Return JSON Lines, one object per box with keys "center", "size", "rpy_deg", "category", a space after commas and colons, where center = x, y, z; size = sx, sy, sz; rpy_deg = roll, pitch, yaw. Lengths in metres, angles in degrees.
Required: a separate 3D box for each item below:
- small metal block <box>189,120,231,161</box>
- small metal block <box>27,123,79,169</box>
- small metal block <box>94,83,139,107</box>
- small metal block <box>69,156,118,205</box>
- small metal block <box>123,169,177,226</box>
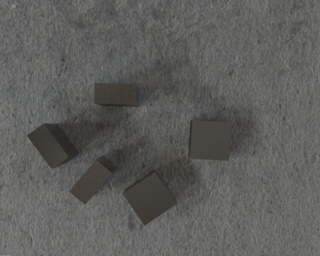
{"center": [0.065, 0.016, 0.411], "size": [0.050, 0.025, 0.050], "rpy_deg": [4, 90, -1], "category": "small metal block"}
{"center": [-0.135, 0.022, 0.396], "size": [0.025, 0.050, 0.050], "rpy_deg": [-36, 90, 0], "category": "small metal block"}
{"center": [-0.054, -0.041, 0.397], "size": [0.050, 0.050, 0.025], "rpy_deg": [2, 90, -1], "category": "small metal block"}
{"center": [-0.083, 0.065, 0.396], "size": [0.025, 0.050, 0.050], "rpy_deg": [40, 90, -1], "category": "small metal block"}
{"center": [-0.013, 0.091, 0.410], "size": [0.050, 0.025, 0.050], "rpy_deg": [-34, 90, 0], "category": "small metal block"}
